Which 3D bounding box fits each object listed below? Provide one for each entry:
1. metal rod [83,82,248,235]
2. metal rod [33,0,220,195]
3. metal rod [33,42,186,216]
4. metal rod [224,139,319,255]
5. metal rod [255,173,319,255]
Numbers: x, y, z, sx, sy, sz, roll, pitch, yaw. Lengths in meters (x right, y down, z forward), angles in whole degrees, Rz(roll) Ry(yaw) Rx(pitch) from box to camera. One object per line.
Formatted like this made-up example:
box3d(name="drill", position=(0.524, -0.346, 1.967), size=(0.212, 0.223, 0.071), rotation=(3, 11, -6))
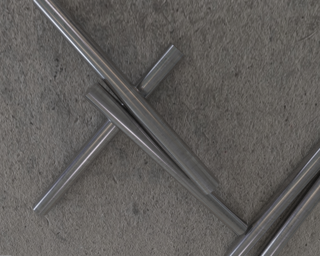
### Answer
box3d(name="metal rod", position=(0.020, 0.053, 0.412), size=(0.025, 0.025, 0.300), rotation=(-41, 112, 13))
box3d(name="metal rod", position=(-0.035, -0.038, 0.369), size=(0.025, 0.025, 0.300), rotation=(-41, 96, 13))
box3d(name="metal rod", position=(-0.076, 0.011, 0.412), size=(0.025, 0.025, 0.299), rotation=(39, 105, -13))
box3d(name="metal rod", position=(0.187, 0.087, 0.443), size=(0.025, 0.025, 0.298), rotation=(29, 107, -10))
box3d(name="metal rod", position=(0.195, 0.144, 0.464), size=(0.025, 0.025, 0.298), rotation=(25, 108, -9))
